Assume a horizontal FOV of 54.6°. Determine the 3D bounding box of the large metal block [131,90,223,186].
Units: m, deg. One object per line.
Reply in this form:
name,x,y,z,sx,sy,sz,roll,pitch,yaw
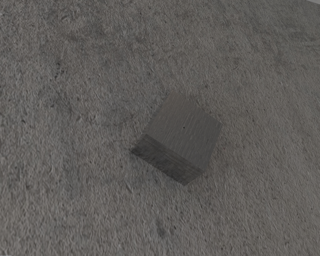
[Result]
large metal block,0.023,0.012,0.392,0.080,0.050,0.080,34,51,-6
